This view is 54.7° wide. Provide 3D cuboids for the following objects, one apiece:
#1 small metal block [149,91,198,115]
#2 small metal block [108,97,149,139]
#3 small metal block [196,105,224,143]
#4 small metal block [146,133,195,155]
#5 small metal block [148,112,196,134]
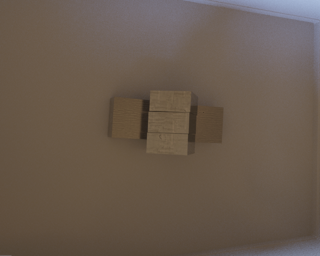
[{"bbox_3d":[0.019,-0.031,0.392,0.050,0.050,0.025,3,89,16],"label":"small metal block"},{"bbox_3d":[-0.038,-0.012,0.396,0.050,0.025,0.050,4,89,-20],"label":"small metal block"},{"bbox_3d":[0.059,-0.005,0.432,0.050,0.025,0.050,3,89,-20],"label":"small metal block"},{"bbox_3d":[0.015,0.019,0.392,0.050,0.050,0.025,2,89,16],"label":"small metal block"},{"bbox_3d":[0.017,-0.006,0.392,0.050,0.050,0.025,2,89,16],"label":"small metal block"}]
